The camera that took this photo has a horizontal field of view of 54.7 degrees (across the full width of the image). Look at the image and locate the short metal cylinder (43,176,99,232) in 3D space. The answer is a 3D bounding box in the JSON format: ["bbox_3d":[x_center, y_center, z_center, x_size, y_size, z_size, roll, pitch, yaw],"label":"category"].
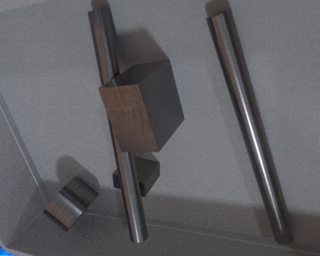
[{"bbox_3d":[-0.152,0.130,0.531,0.050,0.080,0.080,40,129,1],"label":"short metal cylinder"}]

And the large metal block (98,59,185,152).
[{"bbox_3d":[-0.017,-0.027,0.364,0.050,0.080,0.080,-2,118,29],"label":"large metal block"}]

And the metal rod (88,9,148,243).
[{"bbox_3d":[-0.050,0.007,0.394,0.025,0.025,0.298,-2,104,28],"label":"metal rod"}]

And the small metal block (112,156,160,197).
[{"bbox_3d":[-0.033,0.068,0.451,0.050,0.050,0.025,13,124,20],"label":"small metal block"}]

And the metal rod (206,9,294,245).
[{"bbox_3d":[0.111,0.016,0.359,0.025,0.025,0.299,-9,114,32],"label":"metal rod"}]
